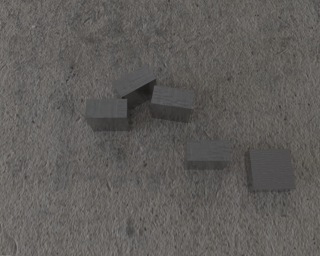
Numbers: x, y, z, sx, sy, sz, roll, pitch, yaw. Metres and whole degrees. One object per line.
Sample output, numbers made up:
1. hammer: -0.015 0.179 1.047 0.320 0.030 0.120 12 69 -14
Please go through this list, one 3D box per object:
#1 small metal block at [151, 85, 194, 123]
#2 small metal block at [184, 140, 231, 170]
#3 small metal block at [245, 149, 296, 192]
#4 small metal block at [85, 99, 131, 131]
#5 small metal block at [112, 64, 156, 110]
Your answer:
1. small metal block: 0.016 -0.030 0.406 0.050 0.050 0.025 9 71 3
2. small metal block: 0.056 0.034 0.383 0.050 0.050 0.025 0 70 0
3. small metal block: 0.137 0.054 0.389 0.050 0.025 0.050 -1 70 -1
4. small metal block: -0.065 -0.016 0.400 0.050 0.050 0.025 0 70 0
5. small metal block: -0.033 -0.052 0.413 0.050 0.050 0.025 -30 73 -10
